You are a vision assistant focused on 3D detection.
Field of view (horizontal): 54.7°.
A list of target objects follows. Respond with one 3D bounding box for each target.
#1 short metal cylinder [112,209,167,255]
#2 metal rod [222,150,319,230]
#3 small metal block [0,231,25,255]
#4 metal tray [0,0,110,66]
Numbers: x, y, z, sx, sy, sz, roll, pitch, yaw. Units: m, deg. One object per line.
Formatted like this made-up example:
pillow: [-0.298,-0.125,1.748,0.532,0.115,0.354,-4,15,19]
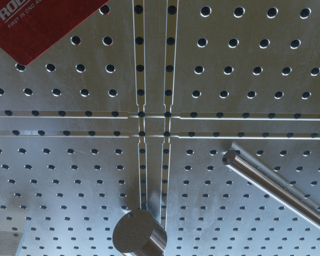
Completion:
short metal cylinder: [-0.034,0.189,0.536,0.080,0.080,0.050,-21,127,16]
metal rod: [0.213,0.118,0.515,0.301,0.025,0.025,34,122,-26]
small metal block: [-0.290,0.225,0.582,0.050,0.050,0.025,8,130,-7]
metal tray: [-0.120,-0.130,0.296,0.130,0.030,0.090,-29,125,22]
